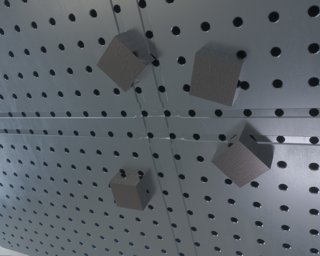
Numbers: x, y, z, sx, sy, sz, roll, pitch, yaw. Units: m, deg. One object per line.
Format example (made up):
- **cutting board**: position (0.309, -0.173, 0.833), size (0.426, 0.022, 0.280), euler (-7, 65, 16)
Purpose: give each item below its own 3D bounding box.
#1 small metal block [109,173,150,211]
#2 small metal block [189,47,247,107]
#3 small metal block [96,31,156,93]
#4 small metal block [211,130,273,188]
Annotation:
- **small metal block**: position (-0.049, 0.103, 0.501), size (0.050, 0.025, 0.050), euler (2, 120, 27)
- **small metal block**: position (0.063, -0.057, 0.343), size (0.050, 0.025, 0.050), euler (18, 126, 17)
- **small metal block**: position (-0.043, -0.081, 0.384), size (0.050, 0.025, 0.050), euler (43, 129, -2)
- **small metal block**: position (0.101, 0.039, 0.382), size (0.050, 0.025, 0.050), euler (43, 129, -1)
